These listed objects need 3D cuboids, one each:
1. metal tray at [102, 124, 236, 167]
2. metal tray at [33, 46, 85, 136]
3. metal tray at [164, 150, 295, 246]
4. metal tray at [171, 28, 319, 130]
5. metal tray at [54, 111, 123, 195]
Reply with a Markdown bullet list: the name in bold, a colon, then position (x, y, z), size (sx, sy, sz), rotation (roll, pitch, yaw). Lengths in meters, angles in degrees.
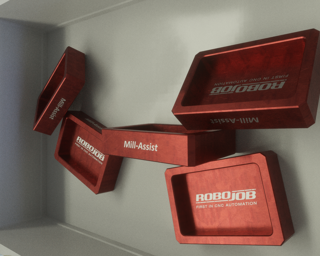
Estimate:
- **metal tray**: position (0.008, 0.015, 0.356), size (0.130, 0.091, 0.030), rotation (3, 97, 40)
- **metal tray**: position (-0.170, -0.061, 0.520), size (0.129, 0.030, 0.090), rotation (-48, 37, 29)
- **metal tray**: position (0.070, 0.080, 0.345), size (0.130, 0.030, 0.090), rotation (-16, 80, 38)
- **metal tray**: position (0.084, -0.043, 0.304), size (0.130, 0.030, 0.090), rotation (-1, 54, 40)
- **metal tray**: position (-0.116, 0.035, 0.499), size (0.130, 0.030, 0.089), rotation (29, 108, 36)
